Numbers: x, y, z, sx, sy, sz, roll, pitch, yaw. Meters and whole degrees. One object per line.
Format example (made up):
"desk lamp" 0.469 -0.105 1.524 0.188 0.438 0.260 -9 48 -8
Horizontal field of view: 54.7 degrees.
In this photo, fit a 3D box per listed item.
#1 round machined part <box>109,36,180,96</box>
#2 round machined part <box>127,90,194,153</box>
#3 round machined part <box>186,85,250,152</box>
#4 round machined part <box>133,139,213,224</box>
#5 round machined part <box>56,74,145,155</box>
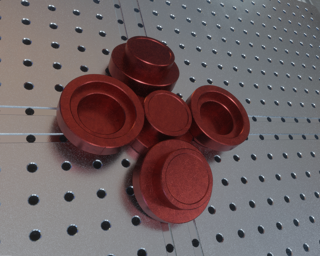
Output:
"round machined part" -0.018 -0.091 0.430 0.099 0.042 0.098 14 43 -13
"round machined part" 0.003 -0.011 0.405 0.099 0.042 0.098 14 56 -21
"round machined part" 0.077 -0.010 0.446 0.099 0.042 0.098 14 56 -21
"round machined part" 0.022 0.060 0.359 0.099 0.042 0.098 8 73 -27
"round machined part" -0.072 -0.012 0.367 0.099 0.042 0.098 14 56 -21
